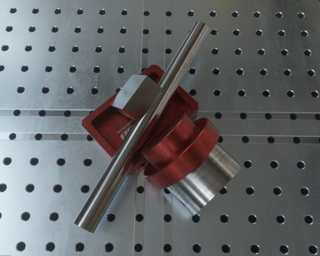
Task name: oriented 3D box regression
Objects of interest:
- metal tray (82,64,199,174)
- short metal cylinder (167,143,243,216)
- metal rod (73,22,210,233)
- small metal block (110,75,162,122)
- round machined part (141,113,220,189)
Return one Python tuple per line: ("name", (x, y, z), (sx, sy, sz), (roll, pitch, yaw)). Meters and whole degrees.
("metal tray", (-0.024, -0.013, 0.413), (0.130, 0.030, 0.090), (-41, 76, -14))
("short metal cylinder", (0.049, 0.056, 0.361), (0.080, 0.080, 0.050), (-42, 76, -14))
("metal rod", (-0.013, -0.015, 0.385), (0.025, 0.025, 0.300), (27, 72, 9))
("small metal block", (-0.031, -0.039, 0.389), (0.025, 0.050, 0.050), (39, 82, -27))
("round machined part", (0.017, 0.020, 0.355), (0.098, 0.098, 0.042), (-44, 98, -15))
